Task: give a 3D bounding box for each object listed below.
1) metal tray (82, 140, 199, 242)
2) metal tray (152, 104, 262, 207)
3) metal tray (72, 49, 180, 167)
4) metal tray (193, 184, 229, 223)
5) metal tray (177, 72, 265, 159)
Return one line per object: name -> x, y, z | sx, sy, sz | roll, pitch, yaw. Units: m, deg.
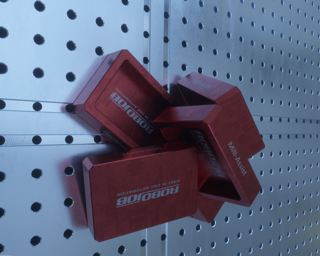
metal tray -> -0.018, 0.070, 0.361 | 0.131, 0.030, 0.089 | -8, 106, -25
metal tray -> 0.057, 0.034, 0.377 | 0.030, 0.090, 0.130 | -46, 118, -30
metal tray -> -0.030, -0.020, 0.382 | 0.130, 0.030, 0.090 | 43, 64, -32
metal tray -> 0.079, 0.065, 0.473 | 0.130, 0.030, 0.090 | -49, 119, -29
metal tray -> 0.075, -0.021, 0.406 | 0.030, 0.130, 0.090 | -33, 114, -5
